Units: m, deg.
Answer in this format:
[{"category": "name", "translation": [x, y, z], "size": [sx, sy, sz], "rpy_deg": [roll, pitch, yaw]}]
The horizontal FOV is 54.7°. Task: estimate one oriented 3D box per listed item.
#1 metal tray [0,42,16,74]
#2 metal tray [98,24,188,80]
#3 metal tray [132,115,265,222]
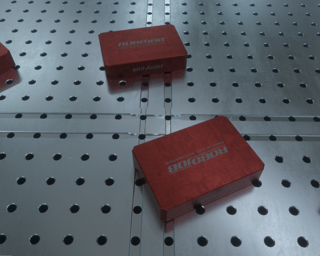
[{"category": "metal tray", "translation": [-0.311, -0.122, 0.503], "size": [0.091, 0.030, 0.130], "rpy_deg": [-36, 59, -27]}, {"category": "metal tray", "translation": [-0.030, -0.127, 0.511], "size": [0.131, 0.030, 0.090], "rpy_deg": [-10, 51, -9]}, {"category": "metal tray", "translation": [0.043, 0.043, 0.369], "size": [0.131, 0.030, 0.090], "rpy_deg": [-19, 53, -16]}]
